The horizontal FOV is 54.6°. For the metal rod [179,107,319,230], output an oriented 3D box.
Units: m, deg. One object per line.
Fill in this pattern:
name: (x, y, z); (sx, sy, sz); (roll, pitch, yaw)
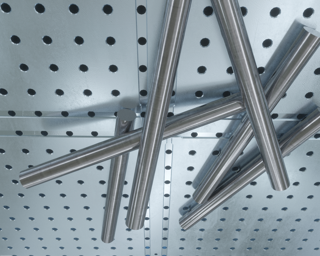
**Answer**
metal rod: (0.128, 0.077, 0.477); (0.025, 0.025, 0.299); (27, 125, -21)

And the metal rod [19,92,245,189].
metal rod: (-0.034, 0.016, 0.393); (0.301, 0.025, 0.025); (-20, 128, 4)

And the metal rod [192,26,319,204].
metal rod: (0.114, 0.007, 0.417); (0.025, 0.025, 0.298); (15, 129, -12)

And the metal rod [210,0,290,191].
metal rod: (0.105, -0.039, 0.352); (0.025, 0.025, 0.299); (-19, 120, 15)

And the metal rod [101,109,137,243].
metal rod: (-0.071, 0.095, 0.491); (0.025, 0.025, 0.298); (8, 130, -7)

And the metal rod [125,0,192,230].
metal rod: (-0.006, -0.005, 0.357); (0.025, 0.025, 0.298); (9, 114, -7)
